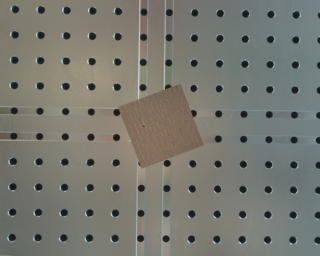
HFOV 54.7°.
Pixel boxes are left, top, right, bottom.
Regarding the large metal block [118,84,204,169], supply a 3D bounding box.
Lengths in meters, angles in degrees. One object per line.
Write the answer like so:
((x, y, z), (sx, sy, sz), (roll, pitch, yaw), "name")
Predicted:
((0.001, -0.002, 0.398), (0.080, 0.050, 0.080), (-21, 90, -1), "large metal block")
